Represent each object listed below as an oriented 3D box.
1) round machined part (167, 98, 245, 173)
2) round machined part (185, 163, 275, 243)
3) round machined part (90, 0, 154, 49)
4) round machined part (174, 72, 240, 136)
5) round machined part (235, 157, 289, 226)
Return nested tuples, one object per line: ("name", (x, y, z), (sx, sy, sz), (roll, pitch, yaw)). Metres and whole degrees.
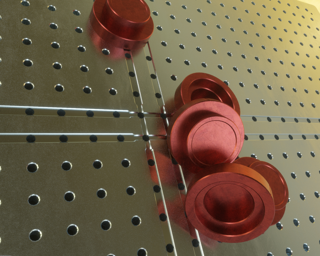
("round machined part", (0.061, 0.013, 0.388), (0.099, 0.042, 0.097), (-3, 104, -11))
("round machined part", (0.080, 0.082, 0.363), (0.098, 0.097, 0.042), (36, 26, -5))
("round machined part", (-0.054, -0.172, 0.475), (0.099, 0.042, 0.098), (14, 56, -21))
("round machined part", (0.064, -0.029, 0.452), (0.099, 0.042, 0.098), (14, 56, -21))
("round machined part", (0.133, 0.083, 0.421), (0.099, 0.042, 0.098), (14, 56, -21))
